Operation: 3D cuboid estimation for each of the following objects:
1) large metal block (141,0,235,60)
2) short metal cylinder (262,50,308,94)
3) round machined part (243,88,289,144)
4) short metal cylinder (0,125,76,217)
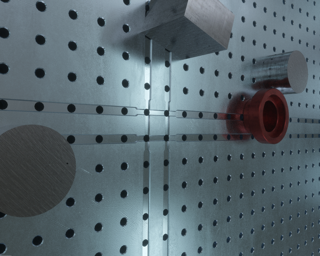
[{"bbox_3d":[0.036,-0.136,0.404,0.080,0.080,0.050,23,75,-38],"label":"large metal block"},{"bbox_3d":[0.241,-0.104,0.595,0.081,0.050,0.079,0,90,-40],"label":"short metal cylinder"},{"bbox_3d":[0.187,-0.021,0.554,0.099,0.042,0.097,0,90,-40],"label":"round machined part"},{"bbox_3d":[-0.127,0.037,0.287,0.081,0.050,0.079,0,90,-40],"label":"short metal cylinder"}]
